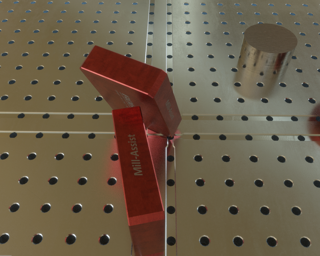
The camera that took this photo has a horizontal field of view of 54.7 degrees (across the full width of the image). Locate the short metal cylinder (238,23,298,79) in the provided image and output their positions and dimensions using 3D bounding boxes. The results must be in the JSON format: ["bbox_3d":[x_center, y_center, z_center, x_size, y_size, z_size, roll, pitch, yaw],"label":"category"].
[{"bbox_3d":[0.170,-0.123,0.496,0.081,0.050,0.080,0,50,0],"label":"short metal cylinder"}]

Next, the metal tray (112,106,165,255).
[{"bbox_3d":[-0.023,0.053,0.320,0.030,0.089,0.130,-9,51,-7],"label":"metal tray"}]

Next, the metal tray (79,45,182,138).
[{"bbox_3d":[-0.028,-0.037,0.369,0.090,0.130,0.030,23,76,18],"label":"metal tray"}]
